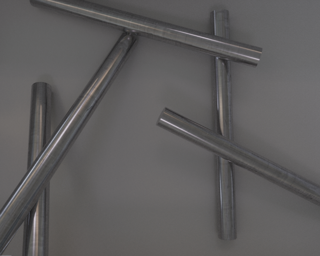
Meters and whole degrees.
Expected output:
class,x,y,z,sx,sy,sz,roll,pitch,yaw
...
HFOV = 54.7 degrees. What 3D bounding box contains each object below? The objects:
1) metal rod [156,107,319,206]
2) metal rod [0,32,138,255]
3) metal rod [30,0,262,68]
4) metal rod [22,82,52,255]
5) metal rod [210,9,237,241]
class,x,y,z,sx,sy,sz,roll,pitch,yaw
metal rod,0.135,0.052,0.393,0.301,0.025,0.025,26,90,-8
metal rod,-0.104,0.004,0.351,0.025,0.025,0.300,28,66,0
metal rod,-0.022,-0.130,0.395,0.301,0.025,0.025,17,90,6
metal rod,-0.136,0.077,0.343,0.025,0.025,0.299,-9,63,0
metal rod,0.084,-0.004,0.411,0.025,0.025,0.298,-2,90,0
